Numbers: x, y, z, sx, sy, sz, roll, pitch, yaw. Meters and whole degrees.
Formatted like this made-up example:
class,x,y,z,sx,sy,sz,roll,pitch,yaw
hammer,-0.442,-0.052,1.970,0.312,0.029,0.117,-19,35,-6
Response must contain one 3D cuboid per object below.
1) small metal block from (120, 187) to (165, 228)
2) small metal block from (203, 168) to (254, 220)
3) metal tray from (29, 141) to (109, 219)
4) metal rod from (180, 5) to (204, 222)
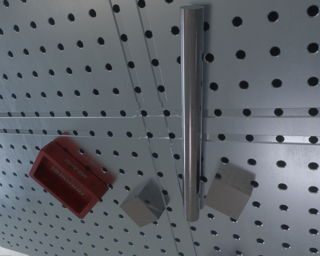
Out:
class,x,y,z,sx,sy,sz,roll,pitch,yaw
small metal block,-0.029,0.131,0.507,0.050,0.025,0.050,48,129,-6
small metal block,0.092,0.089,0.418,0.050,0.025,0.050,24,127,13
metal tray,-0.165,0.095,0.553,0.130,0.030,0.090,40,129,0
metal rod,0.040,0.004,0.392,0.025,0.025,0.298,11,123,22
